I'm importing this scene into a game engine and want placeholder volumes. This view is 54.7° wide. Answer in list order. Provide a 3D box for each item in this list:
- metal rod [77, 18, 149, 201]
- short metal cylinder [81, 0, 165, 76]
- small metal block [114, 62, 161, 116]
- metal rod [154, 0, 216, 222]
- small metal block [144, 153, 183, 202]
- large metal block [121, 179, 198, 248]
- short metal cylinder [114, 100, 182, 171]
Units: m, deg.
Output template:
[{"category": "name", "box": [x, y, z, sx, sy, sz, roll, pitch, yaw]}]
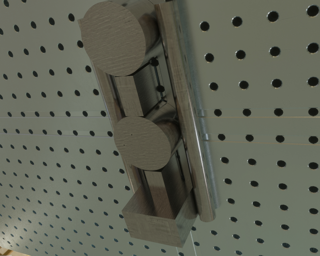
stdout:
[{"category": "metal rod", "box": [-0.055, -0.003, 0.438, 0.025, 0.025, 0.298, 1, 119, 28]}, {"category": "short metal cylinder", "box": [-0.041, -0.105, 0.351, 0.080, 0.050, 0.079, 13, 124, 21]}, {"category": "small metal block", "box": [-0.025, -0.048, 0.377, 0.025, 0.050, 0.050, 1, 119, 28]}, {"category": "metal rod", "box": [0.037, -0.002, 0.389, 0.025, 0.025, 0.298, 1, 119, 28]}, {"category": "small metal block", "box": [0.006, 0.066, 0.431, 0.025, 0.050, 0.050, 0, 119, 28]}, {"category": "large metal block", "box": [0.005, 0.116, 0.445, 0.080, 0.080, 0.050, 1, 119, 28]}, {"category": "short metal cylinder", "box": [-0.013, 0.009, 0.407, 0.080, 0.050, 0.079, 13, 124, 21]}]
